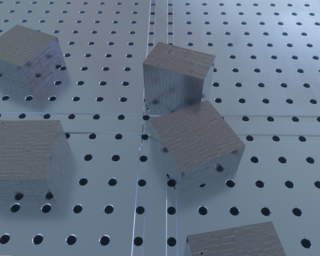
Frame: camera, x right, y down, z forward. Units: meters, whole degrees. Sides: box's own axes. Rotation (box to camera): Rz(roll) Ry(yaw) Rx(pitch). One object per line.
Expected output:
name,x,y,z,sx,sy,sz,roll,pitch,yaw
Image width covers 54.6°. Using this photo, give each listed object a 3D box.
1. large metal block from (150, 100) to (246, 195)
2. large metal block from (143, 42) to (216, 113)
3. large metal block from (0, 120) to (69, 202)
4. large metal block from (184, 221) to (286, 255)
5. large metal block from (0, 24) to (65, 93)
large metal block,0.041,0.021,0.374,0.081,0.050,0.080,-20,53,-16
large metal block,0.025,-0.062,0.424,0.080,0.080,0.050,18,52,14
large metal block,-0.158,0.038,0.359,0.080,0.050,0.080,0,50,0
large metal block,0.071,0.137,0.276,0.080,0.050,0.080,-7,50,-6
large metal block,-0.211,-0.110,0.483,0.080,0.050,0.080,20,53,16
